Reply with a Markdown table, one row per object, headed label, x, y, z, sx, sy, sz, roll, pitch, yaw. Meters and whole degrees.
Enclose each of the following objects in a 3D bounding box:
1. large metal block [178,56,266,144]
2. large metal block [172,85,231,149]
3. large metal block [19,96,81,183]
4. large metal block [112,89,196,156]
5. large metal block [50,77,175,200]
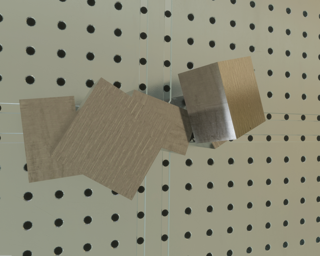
| label | x | y | z | sx | sy | sz | roll | pitch | yaw |
| --- | --- | --- | --- | --- | --- | --- | --- | --- | --- |
| large metal block | 0.073 | -0.034 | 0.355 | 0.081 | 0.050 | 0.080 | -22 | 99 | -48 |
| large metal block | 0.076 | -0.027 | 0.429 | 0.080 | 0.050 | 0.080 | -32 | 101 | -18 |
| large metal block | -0.119 | 0.010 | 0.339 | 0.050 | 0.080 | 0.079 | -7 | 93 | -20 |
| large metal block | -0.013 | -0.005 | 0.379 | 0.081 | 0.080 | 0.050 | 20 | 84 | -19 |
| large metal block | -0.047 | 0.010 | 0.296 | 0.080 | 0.050 | 0.080 | 33 | 79 | -17 |
